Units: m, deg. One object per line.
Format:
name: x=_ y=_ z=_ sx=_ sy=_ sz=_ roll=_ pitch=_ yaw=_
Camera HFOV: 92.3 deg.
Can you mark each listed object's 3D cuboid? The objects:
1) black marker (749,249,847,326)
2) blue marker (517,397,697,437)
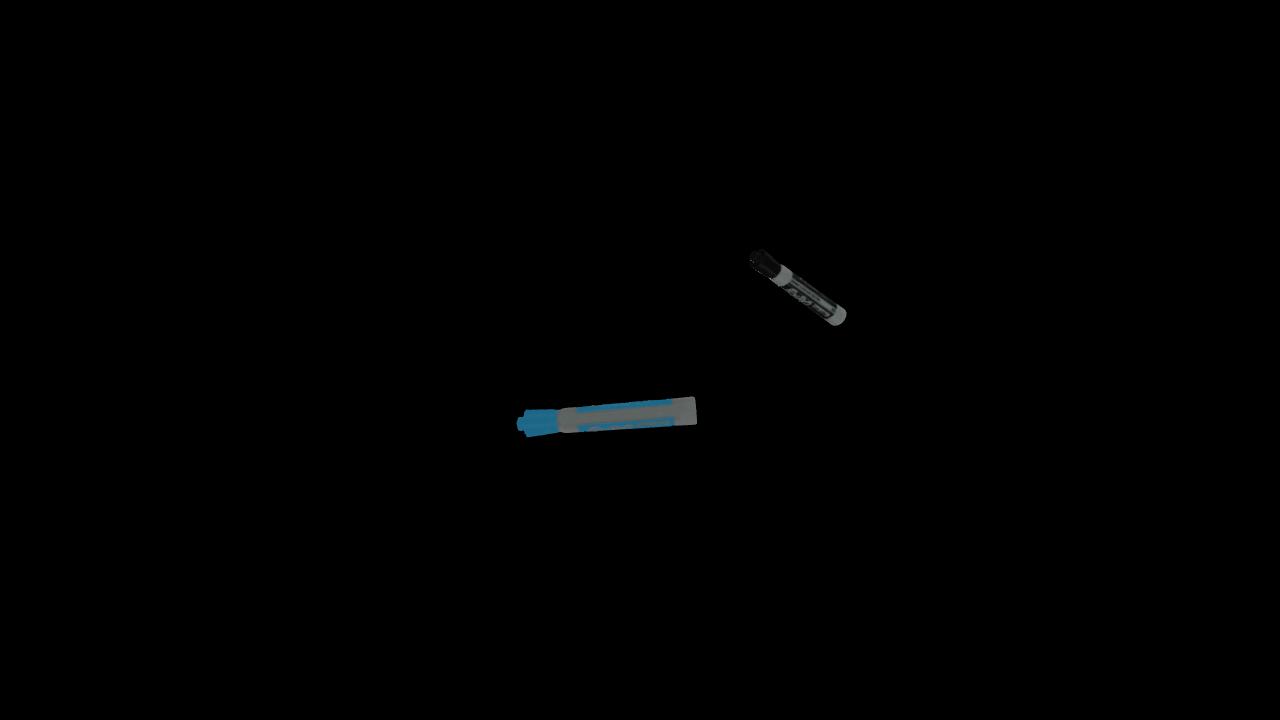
black marker: x=0.143 y=-0.065 z=0.556 sx=0.121 sy=0.020 sz=0.020 roll=28 pitch=-15 yaw=-30
blue marker: x=-0.023 y=0.038 z=0.414 sx=0.121 sy=0.020 sz=0.020 roll=-5 pitch=0 yaw=3
